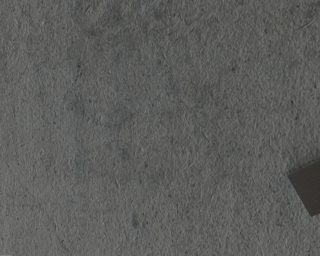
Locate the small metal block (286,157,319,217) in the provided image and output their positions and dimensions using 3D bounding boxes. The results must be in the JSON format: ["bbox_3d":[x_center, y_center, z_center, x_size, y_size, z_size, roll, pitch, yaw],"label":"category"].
[{"bbox_3d":[0.178,0.063,0.346,0.050,0.025,0.050,-30,80,17],"label":"small metal block"}]
